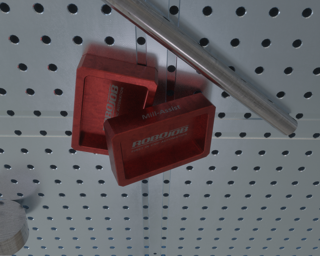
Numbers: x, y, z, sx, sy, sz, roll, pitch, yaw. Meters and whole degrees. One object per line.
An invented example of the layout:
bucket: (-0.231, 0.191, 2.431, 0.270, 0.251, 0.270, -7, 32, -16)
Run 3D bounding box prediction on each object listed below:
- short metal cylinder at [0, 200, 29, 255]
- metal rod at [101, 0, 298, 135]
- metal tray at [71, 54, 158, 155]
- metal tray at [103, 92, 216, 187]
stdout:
short metal cylinder: (-0.264, 0.168, 0.516, 0.081, 0.080, 0.050, 7, 130, -6)
metal rod: (0.054, -0.072, 0.351, 0.301, 0.025, 0.025, 31, 124, -24)
metal tray: (-0.060, -0.021, 0.390, 0.091, 0.030, 0.129, 10, 130, -9)
metal tray: (0.002, 0.015, 0.385, 0.131, 0.030, 0.089, -17, 134, -18)
